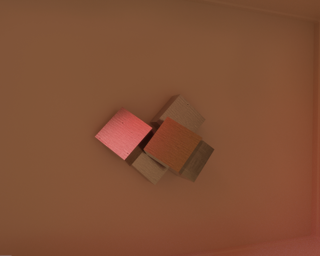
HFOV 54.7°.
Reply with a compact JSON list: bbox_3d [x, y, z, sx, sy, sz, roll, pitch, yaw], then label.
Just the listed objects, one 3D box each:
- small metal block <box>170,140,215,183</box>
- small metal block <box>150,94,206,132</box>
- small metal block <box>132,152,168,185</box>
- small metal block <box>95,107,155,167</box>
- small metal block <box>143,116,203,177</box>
[{"bbox_3d":[0.038,0.040,0.411,0.025,0.050,0.050,37,78,-17],"label":"small metal block"},{"bbox_3d":[0.024,-0.010,0.419,0.050,0.025,0.050,44,76,-15],"label":"small metal block"},{"bbox_3d":[-0.012,0.038,0.405,0.050,0.025,0.050,44,76,-15],"label":"small metal block"},{"bbox_3d":[-0.042,0.010,0.381,0.050,0.025,0.050,35,76,22],"label":"small metal block"},{"bbox_3d":[0.017,0.022,0.377,0.050,0.025,0.050,32,77,17],"label":"small metal block"}]
